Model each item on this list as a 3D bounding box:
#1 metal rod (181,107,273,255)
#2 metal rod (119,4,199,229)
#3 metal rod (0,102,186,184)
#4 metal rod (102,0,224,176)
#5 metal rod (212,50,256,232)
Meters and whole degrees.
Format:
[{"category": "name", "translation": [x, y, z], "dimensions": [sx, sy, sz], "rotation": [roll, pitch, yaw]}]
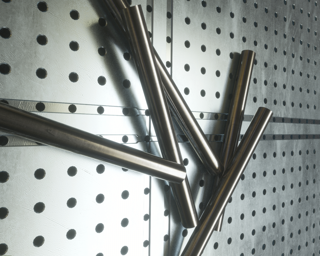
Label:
[{"category": "metal rod", "translation": [0.093, 0.098, 0.460], "dimensions": [0.025, 0.025, 0.300], "rotation": [40, 73, -33]}, {"category": "metal rod", "translation": [0.005, 0.001, 0.396], "dimensions": [0.025, 0.025, 0.299], "rotation": [-31, 114, -36]}, {"category": "metal rod", "translation": [-0.093, 0.010, 0.312], "dimensions": [0.302, 0.025, 0.025], "rotation": [22, 76, -32]}, {"category": "metal rod", "translation": [0.012, -0.049, 0.417], "dimensions": [0.025, 0.025, 0.299], "rotation": [-48, 119, -29]}, {"category": "metal rod", "translation": [0.117, 0.013, 0.505], "dimensions": [0.025, 0.025, 0.299], "rotation": [23, 76, -38]}]
